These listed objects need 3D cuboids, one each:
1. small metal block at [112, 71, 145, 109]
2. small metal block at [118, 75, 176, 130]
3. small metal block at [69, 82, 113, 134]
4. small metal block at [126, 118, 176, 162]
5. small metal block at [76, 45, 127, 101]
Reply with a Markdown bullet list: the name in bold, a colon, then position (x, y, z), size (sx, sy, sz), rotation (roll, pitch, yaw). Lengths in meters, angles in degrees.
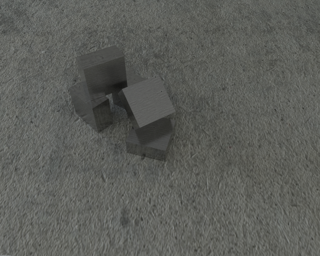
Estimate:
- **small metal block**: position (-0.039, -0.048, 0.429), size (0.050, 0.050, 0.025), rotation (26, 55, 19)
- **small metal block**: position (-0.017, -0.031, 0.383), size (0.050, 0.025, 0.050), rotation (-25, 92, -20)
- **small metal block**: position (-0.091, -0.028, 0.411), size (0.050, 0.050, 0.025), rotation (38, 59, 27)
- **small metal block**: position (-0.011, 0.011, 0.395), size (0.050, 0.025, 0.050), rotation (13, 51, 10)
- **small metal block**: position (-0.070, -0.067, 0.379), size (0.050, 0.050, 0.025), rotation (-23, 54, -19)
